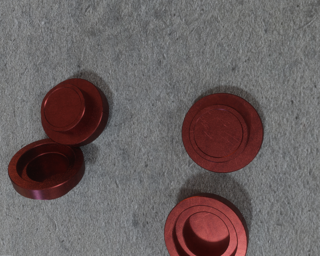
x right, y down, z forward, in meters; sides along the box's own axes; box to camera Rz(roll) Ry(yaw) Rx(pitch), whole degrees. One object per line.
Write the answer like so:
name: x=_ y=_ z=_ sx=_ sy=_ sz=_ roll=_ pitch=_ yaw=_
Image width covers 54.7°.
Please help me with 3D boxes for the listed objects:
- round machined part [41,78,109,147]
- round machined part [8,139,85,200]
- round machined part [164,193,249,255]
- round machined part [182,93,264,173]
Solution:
round machined part: x=-0.125 y=-0.024 z=0.434 sx=0.098 sy=0.042 sz=0.098 roll=-3 pitch=78 yaw=15
round machined part: x=-0.155 y=0.062 z=0.436 sx=0.098 sy=0.098 sz=0.042 roll=19 pitch=132 yaw=19
round machined part: x=0.058 y=0.128 z=0.379 sx=0.098 sy=0.042 sz=0.097 roll=0 pitch=90 yaw=20
round machined part: x=0.073 y=0.006 z=0.374 sx=0.098 sy=0.042 sz=0.097 roll=0 pitch=90 yaw=20
